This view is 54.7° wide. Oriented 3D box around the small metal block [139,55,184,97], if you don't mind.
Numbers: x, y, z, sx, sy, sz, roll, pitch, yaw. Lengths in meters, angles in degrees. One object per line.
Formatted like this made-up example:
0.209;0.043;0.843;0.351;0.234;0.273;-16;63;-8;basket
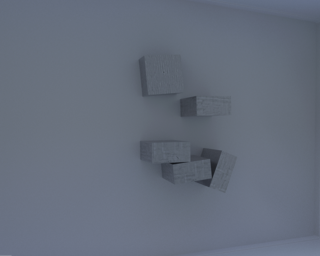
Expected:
0.002;-0.069;0.411;0.050;0.025;0.050;-7;92;-20;small metal block

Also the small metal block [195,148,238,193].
0.074;0.057;0.424;0.025;0.050;0.050;23;82;-19;small metal block

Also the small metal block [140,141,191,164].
0.006;0.030;0.399;0.050;0.050;0.025;-1;90;-20;small metal block

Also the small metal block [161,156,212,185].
0.033;0.054;0.408;0.050;0.050;0.025;-6;93;-17;small metal block

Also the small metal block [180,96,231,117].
0.061;-0.029;0.419;0.050;0.050;0.025;-2;91;-20;small metal block
